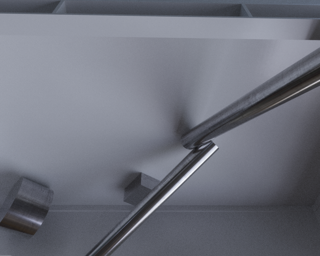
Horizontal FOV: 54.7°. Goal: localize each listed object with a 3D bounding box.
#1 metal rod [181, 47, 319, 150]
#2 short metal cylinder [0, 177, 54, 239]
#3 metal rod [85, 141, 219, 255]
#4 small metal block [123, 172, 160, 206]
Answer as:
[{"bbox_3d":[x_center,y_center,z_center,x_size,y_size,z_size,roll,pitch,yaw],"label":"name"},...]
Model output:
[{"bbox_3d":[0.093,-0.024,0.295,0.025,0.025,0.299,18,158,-15],"label":"metal rod"},{"bbox_3d":[-0.208,0.122,0.474,0.050,0.080,0.080,33,123,-25],"label":"short metal cylinder"},{"bbox_3d":[-0.033,0.126,0.433,0.300,0.025,0.025,-45,121,1],"label":"metal rod"},{"bbox_3d":[-0.023,0.104,0.497,0.050,0.025,0.050,29,124,-23],"label":"small metal block"}]
